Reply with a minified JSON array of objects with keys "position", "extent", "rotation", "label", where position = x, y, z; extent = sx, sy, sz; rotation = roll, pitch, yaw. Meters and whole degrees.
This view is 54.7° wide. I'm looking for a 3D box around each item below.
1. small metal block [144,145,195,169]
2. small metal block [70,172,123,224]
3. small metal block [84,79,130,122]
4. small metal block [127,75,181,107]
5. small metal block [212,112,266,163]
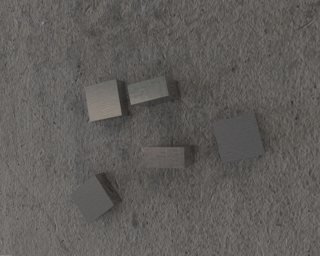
[{"position":[0.013,0.035,0.391],"extent":[0.050,0.050,0.025],"rotation":[-1,90,20],"label":"small metal block"},{"position":[-0.091,0.099,0.441],"extent":[0.050,0.025,0.050],"rotation":[-39,78,16],"label":"small metal block"},{"position":[-0.074,-0.037,0.435],"extent":[0.050,0.025,0.050],"rotation":[-11,87,19],"label":"small metal block"},{"position":[-0.006,-0.046,0.398],"extent":[0.050,0.050,0.025],"rotation":[-12,86,19],"label":"small metal block"},{"position":[0.096,0.012,0.375],"extent":[0.050,0.025,0.050],"rotation":[-15,85,19],"label":"small metal block"}]
